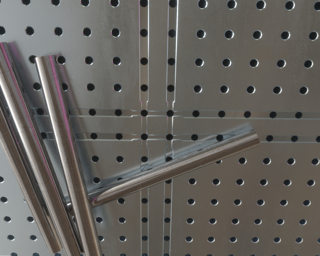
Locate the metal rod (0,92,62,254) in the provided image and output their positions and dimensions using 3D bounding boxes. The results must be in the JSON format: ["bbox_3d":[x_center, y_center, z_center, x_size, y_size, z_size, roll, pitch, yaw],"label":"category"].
[{"bbox_3d":[-0.195,0.049,0.429,0.025,0.025,0.298,-12,110,4],"label":"metal rod"}]

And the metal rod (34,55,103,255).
[{"bbox_3d":[-0.117,0.056,0.413,0.025,0.025,0.298,-9,103,3],"label":"metal rod"}]

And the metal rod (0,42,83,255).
[{"bbox_3d":[-0.160,0.039,0.409,0.025,0.025,0.299,-14,103,5],"label":"metal rod"}]

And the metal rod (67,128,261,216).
[{"bbox_3d":[-0.008,0.068,0.438,0.301,0.025,0.025,-22,109,7],"label":"metal rod"}]
